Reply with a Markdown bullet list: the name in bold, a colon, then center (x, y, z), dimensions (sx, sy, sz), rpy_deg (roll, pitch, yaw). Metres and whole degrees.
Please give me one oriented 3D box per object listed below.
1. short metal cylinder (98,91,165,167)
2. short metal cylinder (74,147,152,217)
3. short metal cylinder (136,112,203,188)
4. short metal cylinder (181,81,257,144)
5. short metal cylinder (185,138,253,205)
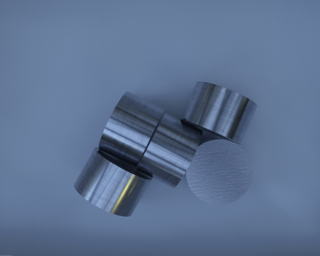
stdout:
- **short metal cylinder**: center (-0.034, 0.001, 0.382), dimensions (0.050, 0.080, 0.080), rpy_deg (26, 90, -1)
- **short metal cylinder**: center (-0.057, 0.065, 0.382), dimensions (0.080, 0.080, 0.050), rpy_deg (29, 90, -1)
- **short metal cylinder**: center (0.012, 0.027, 0.383), dimensions (0.050, 0.080, 0.080), rpy_deg (27, 90, -1)
- **short metal cylinder**: center (0.072, -0.018, 0.383), dimensions (0.080, 0.080, 0.050), rpy_deg (23, 90, -1)
- **short metal cylinder**: center (0.071, 0.053, 0.398), dimensions (0.081, 0.050, 0.079), rpy_deg (0, 90, -1)
